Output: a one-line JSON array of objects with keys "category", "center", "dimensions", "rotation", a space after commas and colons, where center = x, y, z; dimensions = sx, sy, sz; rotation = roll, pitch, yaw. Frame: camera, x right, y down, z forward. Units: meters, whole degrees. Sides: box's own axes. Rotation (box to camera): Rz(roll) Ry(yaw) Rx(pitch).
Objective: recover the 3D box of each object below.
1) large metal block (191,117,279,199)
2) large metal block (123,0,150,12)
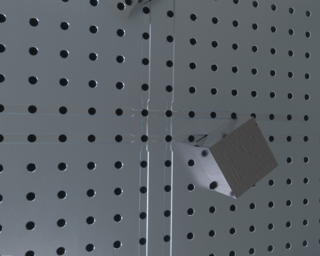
[{"category": "large metal block", "center": [0.105, 0.039, 0.438], "dimensions": [0.080, 0.050, 0.080], "rotation": [-33, 101, -17]}, {"category": "large metal block", "center": [-0.022, -0.210, 0.391], "dimensions": [0.080, 0.050, 0.080], "rotation": [-37, 102, -16]}]
